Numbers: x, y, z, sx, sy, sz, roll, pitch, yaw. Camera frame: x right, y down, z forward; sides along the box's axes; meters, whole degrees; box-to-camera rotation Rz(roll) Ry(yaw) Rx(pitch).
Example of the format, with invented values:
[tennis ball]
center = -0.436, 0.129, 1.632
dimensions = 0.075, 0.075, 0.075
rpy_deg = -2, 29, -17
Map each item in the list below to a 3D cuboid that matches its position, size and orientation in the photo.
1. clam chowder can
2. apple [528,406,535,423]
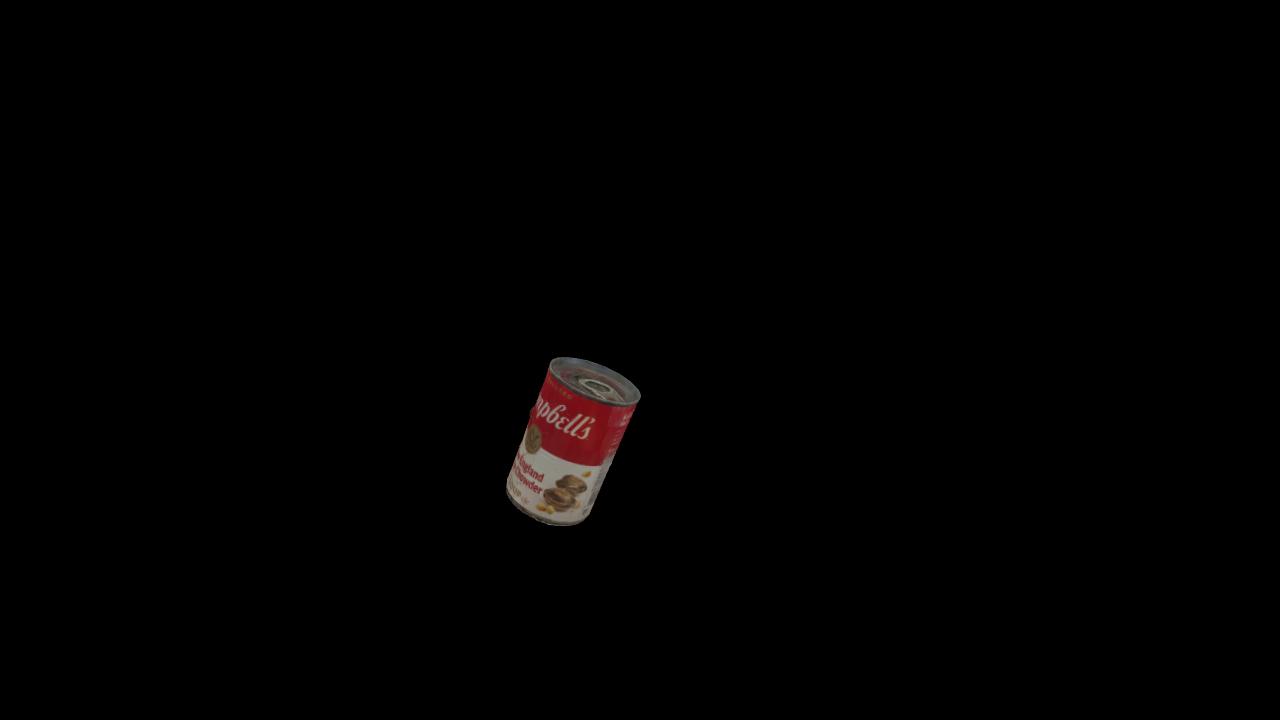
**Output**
[clam chowder can]
center = -0.049, 0.058, 0.440
dimensions = 0.068, 0.102, 0.068
rpy_deg = 21, 16, -6
[apple]
center = -0.107, 0.094, 0.842
dimensions = 0.093, 0.079, 0.079
rpy_deg = 31, 16, 28
